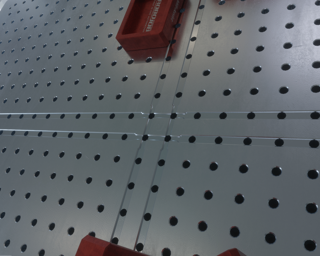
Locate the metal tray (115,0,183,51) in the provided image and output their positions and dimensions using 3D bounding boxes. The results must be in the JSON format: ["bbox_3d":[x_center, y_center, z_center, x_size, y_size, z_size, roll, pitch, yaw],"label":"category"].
[{"bbox_3d":[-0.014,-0.196,0.533,0.090,0.030,0.130,2,62,29],"label":"metal tray"}]

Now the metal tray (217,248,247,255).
[{"bbox_3d":[0.024,0.152,0.261,0.130,0.090,0.030,-32,52,8],"label":"metal tray"}]

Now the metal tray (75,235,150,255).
[{"bbox_3d":[-0.059,0.177,0.290,0.030,0.090,0.130,6,65,31],"label":"metal tray"}]
